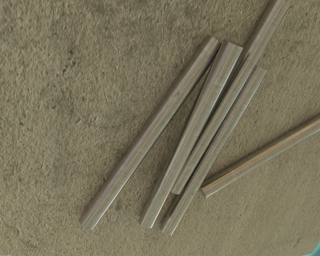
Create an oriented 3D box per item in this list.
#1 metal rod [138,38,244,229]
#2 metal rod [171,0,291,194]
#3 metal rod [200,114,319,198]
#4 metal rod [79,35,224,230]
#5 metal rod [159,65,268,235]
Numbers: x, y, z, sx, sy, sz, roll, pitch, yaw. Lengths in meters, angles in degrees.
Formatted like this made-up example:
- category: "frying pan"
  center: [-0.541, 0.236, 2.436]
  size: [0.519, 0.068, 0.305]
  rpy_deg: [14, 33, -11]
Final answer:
- category: "metal rod"
  center: [0.032, 0.025, 0.422]
  size: [0.025, 0.025, 0.298]
  rpy_deg: [7, 120, -32]
- category: "metal rod"
  center: [0.087, -0.033, 0.433]
  size: [0.025, 0.025, 0.298]
  rpy_deg: [16, 110, -35]
- category: "metal rod"
  center: [0.200, 0.035, 0.537]
  size: [0.302, 0.025, 0.025]
  rpy_deg: [-28, 128, -11]
- category: "metal rod"
  center: [-0.017, 0.013, 0.405]
  size: [0.025, 0.025, 0.299]
  rpy_deg: [27, 103, -37]
- category: "metal rod"
  center: [0.074, 0.043, 0.473]
  size: [0.025, 0.025, 0.298]
  rpy_deg: [14, 111, -34]
